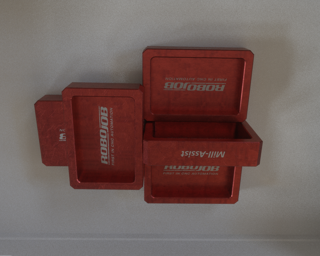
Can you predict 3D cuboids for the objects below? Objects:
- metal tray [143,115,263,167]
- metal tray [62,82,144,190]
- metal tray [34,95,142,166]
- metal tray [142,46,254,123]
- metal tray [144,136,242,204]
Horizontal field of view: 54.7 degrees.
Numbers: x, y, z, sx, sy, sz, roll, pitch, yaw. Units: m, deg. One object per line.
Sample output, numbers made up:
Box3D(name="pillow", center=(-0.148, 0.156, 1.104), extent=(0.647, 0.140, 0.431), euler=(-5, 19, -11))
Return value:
Box3D(name="metal tray", center=(0.047, 0.013, 0.379), extent=(0.131, 0.090, 0.030), euler=(1, 110, -1))
Box3D(name="metal tray", center=(-0.065, 0.012, 0.377), extent=(0.091, 0.030, 0.129), euler=(1, 110, -1))
Box3D(name="metal tray", center=(-0.089, 0.004, 0.405), extent=(0.131, 0.030, 0.089), euler=(0, 110, -1))
Box3D(name="metal tray", center=(0.044, -0.054, 0.388), extent=(0.131, 0.030, 0.089), euler=(1, 110, -1))
Box3D(name="metal tray", center=(0.044, 0.059, 0.429), extent=(0.131, 0.030, 0.089), euler=(1, 110, -1))
